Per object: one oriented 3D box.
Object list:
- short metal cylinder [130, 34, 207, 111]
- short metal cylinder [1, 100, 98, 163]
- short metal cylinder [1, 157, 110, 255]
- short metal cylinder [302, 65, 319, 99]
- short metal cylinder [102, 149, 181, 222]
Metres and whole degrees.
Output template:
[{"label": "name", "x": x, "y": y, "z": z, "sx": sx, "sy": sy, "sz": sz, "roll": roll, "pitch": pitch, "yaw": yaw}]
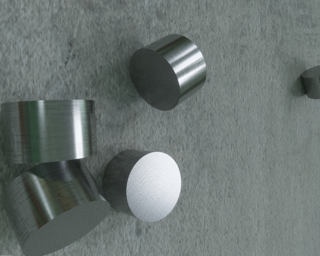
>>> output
[{"label": "short metal cylinder", "x": 0.009, "y": -0.068, "z": 0.378, "sx": 0.050, "sy": 0.080, "sz": 0.080, "roll": -37, "pitch": 113, "yaw": -34}, {"label": "short metal cylinder", "x": -0.100, "y": 0.001, "z": 0.286, "sx": 0.081, "sy": 0.080, "sz": 0.050, "roll": -5, "pitch": 94, "yaw": -40}, {"label": "short metal cylinder", "x": -0.094, "y": 0.072, "z": 0.284, "sx": 0.081, "sy": 0.079, "sz": 0.050, "roll": -15, "pitch": 56, "yaw": -39}, {"label": "short metal cylinder", "x": 0.356, "y": -0.103, "z": 0.672, "sx": 0.081, "sy": 0.080, "sz": 0.050, "roll": -36, "pitch": 113, "yaw": -34}, {"label": "short metal cylinder", "x": -0.021, "y": 0.067, "z": 0.373, "sx": 0.081, "sy": 0.050, "sz": 0.079, "roll": 0, "pitch": 90, "yaw": -40}]
